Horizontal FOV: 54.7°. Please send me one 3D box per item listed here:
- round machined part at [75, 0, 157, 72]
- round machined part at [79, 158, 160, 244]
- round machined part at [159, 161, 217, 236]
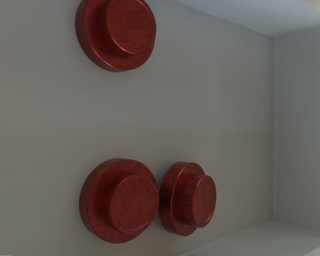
[{"bbox_3d":[-0.043,-0.116,0.359,0.099,0.042,0.097,0,90,-40],"label":"round machined part"},{"bbox_3d":[-0.039,0.086,0.363,0.099,0.042,0.097,0,90,-40],"label":"round machined part"},{"bbox_3d":[0.043,0.095,0.416,0.099,0.042,0.097,-4,94,-55],"label":"round machined part"}]
